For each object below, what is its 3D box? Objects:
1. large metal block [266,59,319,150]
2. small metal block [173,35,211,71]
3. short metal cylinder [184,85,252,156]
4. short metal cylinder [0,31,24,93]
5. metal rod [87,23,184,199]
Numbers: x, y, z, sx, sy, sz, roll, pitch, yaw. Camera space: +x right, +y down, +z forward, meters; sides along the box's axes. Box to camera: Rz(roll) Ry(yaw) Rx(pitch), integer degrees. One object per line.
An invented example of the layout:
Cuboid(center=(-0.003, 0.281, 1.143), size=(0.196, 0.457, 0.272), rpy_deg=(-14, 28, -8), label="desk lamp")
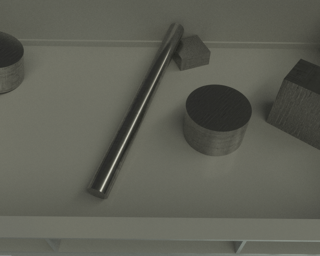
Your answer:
Cuboid(center=(0.195, -0.029, 0.396), size=(0.080, 0.080, 0.050), rpy_deg=(32, 57, 23), label="large metal block")
Cuboid(center=(0.048, -0.124, 0.510), size=(0.050, 0.025, 0.050), rpy_deg=(-16, 52, -14), label="small metal block")
Cuboid(center=(0.072, -0.011, 0.399), size=(0.081, 0.050, 0.080), rpy_deg=(0, 50, 0), label="short metal cylinder")
Cuboid(center=(-0.243, -0.097, 0.453), size=(0.081, 0.050, 0.080), rpy_deg=(12, 50, -14), label="short metal cylinder")
Cuboid(center=(-0.021, -0.044, 0.424), size=(0.025, 0.025, 0.300), rpy_deg=(15, 57, 12), label="metal rod")
